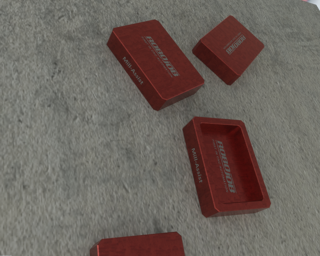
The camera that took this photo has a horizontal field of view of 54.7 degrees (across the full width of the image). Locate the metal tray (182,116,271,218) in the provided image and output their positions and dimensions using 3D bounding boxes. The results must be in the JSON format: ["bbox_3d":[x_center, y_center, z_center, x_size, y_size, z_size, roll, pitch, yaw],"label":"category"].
[{"bbox_3d":[0.088,0.050,0.419,0.091,0.030,0.130,4,60,-27],"label":"metal tray"}]

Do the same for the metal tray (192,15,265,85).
[{"bbox_3d":[0.127,-0.144,0.559,0.090,0.030,0.131,43,51,1],"label":"metal tray"}]

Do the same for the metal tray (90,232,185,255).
[{"bbox_3d":[-0.014,0.170,0.290,0.091,0.030,0.130,4,60,-27],"label":"metal tray"}]

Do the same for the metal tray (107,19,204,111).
[{"bbox_3d":[-0.006,-0.097,0.458,0.091,0.030,0.130,-28,77,-37],"label":"metal tray"}]
